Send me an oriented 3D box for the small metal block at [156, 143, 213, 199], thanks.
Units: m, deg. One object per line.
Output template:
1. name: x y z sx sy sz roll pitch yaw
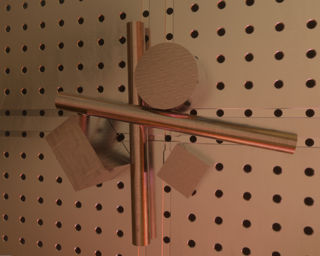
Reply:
1. small metal block: 0.032 0.054 0.401 0.050 0.025 0.050 35 101 16

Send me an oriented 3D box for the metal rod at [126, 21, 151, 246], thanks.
1. metal rod: -0.029 0.007 0.422 0.025 0.025 0.298 -2 89 19

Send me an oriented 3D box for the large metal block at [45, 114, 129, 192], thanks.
1. large metal block: -0.090 0.030 0.413 0.050 0.080 0.080 -36 79 16

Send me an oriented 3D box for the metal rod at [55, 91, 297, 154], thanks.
1. metal rod: 0.010 -0.009 0.388 0.301 0.025 0.025 11 94 11

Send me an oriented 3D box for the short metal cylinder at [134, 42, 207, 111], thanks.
1. short metal cylinder: 0.015 -0.062 0.393 0.080 0.050 0.079 0 90 19
